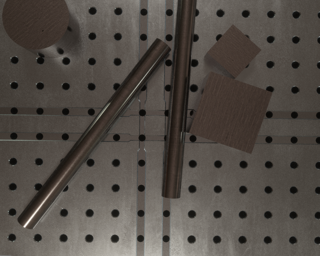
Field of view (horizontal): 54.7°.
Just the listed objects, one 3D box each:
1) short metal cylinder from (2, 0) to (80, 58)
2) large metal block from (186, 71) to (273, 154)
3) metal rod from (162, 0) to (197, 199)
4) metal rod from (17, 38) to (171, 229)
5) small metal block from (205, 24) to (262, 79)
[{"bbox_3d":[-0.150,-0.135,0.399,0.081,0.050,0.079,0,90,-1],"label":"short metal cylinder"},{"bbox_3d":[0.086,-0.019,0.402,0.080,0.050,0.080,19,90,-1],"label":"large metal block"},{"bbox_3d":[0.027,-0.057,0.413,0.025,0.025,0.298,5,90,-1],"label":"metal rod"},{"bbox_3d":[-0.086,0.007,0.412,0.025,0.025,0.300,38,90,-1],"label":"metal rod"},{"bbox_3d":[0.097,-0.100,0.415,0.050,0.025,0.050,42,90,-1],"label":"small metal block"}]
